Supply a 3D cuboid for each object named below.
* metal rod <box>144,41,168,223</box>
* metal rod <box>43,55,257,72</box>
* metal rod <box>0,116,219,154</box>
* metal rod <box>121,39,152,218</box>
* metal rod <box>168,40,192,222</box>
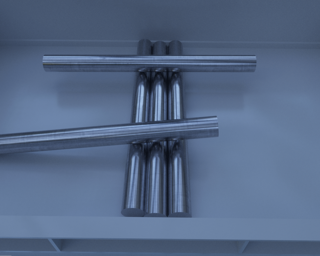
[{"bbox_3d":[-0.002,-0.020,0.421,0.025,0.025,0.300,1,50,1],"label":"metal rod"},{"bbox_3d":[-0.015,-0.094,0.449,0.302,0.025,0.025,0,50,0],"label":"metal rod"},{"bbox_3d":[-0.083,0.011,0.370,0.302,0.025,0.025,-5,50,5],"label":"metal rod"},{"bbox_3d":[-0.027,-0.025,0.425,0.025,0.025,0.300,1,50,0],"label":"metal rod"},{"bbox_3d":[0.023,-0.021,0.421,0.025,0.025,0.300,1,50,1],"label":"metal rod"}]
